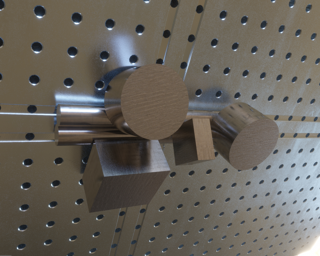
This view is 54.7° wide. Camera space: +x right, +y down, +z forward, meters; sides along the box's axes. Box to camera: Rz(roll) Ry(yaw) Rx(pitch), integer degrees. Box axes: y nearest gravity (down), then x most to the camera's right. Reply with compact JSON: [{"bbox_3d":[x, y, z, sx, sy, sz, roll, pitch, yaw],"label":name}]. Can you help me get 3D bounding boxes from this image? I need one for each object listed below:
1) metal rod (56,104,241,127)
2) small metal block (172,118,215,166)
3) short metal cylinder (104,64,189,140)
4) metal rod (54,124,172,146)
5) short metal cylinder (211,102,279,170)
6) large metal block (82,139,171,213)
[{"bbox_3d":[0.022,-0.013,0.411,0.303,0.025,0.025,0,118,-29],"label":"metal rod"},{"bbox_3d":[0.040,0.019,0.388,0.025,0.050,0.050,1,76,-29],"label":"small metal block"},{"bbox_3d":[-0.015,-0.029,0.346,0.081,0.050,0.079,-3,96,-29],"label":"short metal cylinder"},{"bbox_3d":[0.016,0.009,0.421,0.303,0.025,0.025,0,118,-29],"label":"metal rod"},{"bbox_3d":[0.114,0.011,0.428,0.081,0.050,0.079,-14,124,-21],"label":"short metal cylinder"},{"bbox_3d":[-0.045,0.058,0.384,0.081,0.050,0.079,-1,139,-28],"label":"large metal block"}]
